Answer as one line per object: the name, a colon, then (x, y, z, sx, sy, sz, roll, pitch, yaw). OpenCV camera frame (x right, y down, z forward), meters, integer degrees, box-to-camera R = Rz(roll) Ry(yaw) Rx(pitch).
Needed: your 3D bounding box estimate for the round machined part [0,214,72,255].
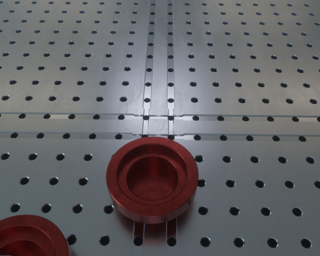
round machined part: (-0.129, 0.134, 0.284, 0.099, 0.042, 0.098, 0, 50, 0)

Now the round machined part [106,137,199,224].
round machined part: (-0.008, 0.060, 0.346, 0.099, 0.042, 0.098, 0, 50, 0)
